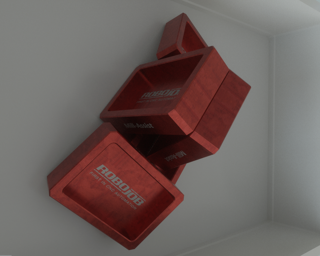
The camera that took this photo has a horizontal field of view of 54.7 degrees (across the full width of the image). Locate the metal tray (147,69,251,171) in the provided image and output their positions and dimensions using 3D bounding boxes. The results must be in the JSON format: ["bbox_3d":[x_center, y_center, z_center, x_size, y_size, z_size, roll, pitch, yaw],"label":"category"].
[{"bbox_3d":[0.039,-0.003,0.355,0.030,0.130,0.090,37,65,-9],"label":"metal tray"}]

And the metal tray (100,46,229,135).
[{"bbox_3d":[0.000,-0.037,0.336,0.030,0.130,0.090,48,62,-29],"label":"metal tray"}]

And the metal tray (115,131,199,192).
[{"bbox_3d":[0.008,0.007,0.409,0.090,0.030,0.130,47,62,-30],"label":"metal tray"}]

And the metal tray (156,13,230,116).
[{"bbox_3d":[0.052,-0.081,0.424,0.130,0.030,0.090,46,37,-30],"label":"metal tray"}]

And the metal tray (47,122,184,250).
[{"bbox_3d":[-0.044,0.068,0.343,0.090,0.030,0.130,-45,120,-4],"label":"metal tray"}]
